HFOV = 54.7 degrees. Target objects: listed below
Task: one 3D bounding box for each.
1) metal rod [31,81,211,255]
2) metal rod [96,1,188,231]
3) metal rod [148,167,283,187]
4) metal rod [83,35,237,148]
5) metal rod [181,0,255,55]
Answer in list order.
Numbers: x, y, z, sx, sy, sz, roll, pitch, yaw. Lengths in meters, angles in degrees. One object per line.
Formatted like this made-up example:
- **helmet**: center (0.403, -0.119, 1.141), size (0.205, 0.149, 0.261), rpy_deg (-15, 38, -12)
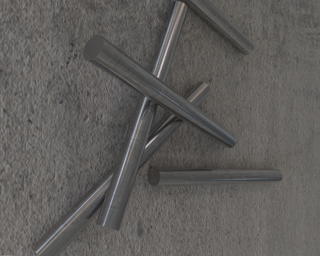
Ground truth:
- **metal rod**: center (-0.027, 0.034, 0.381), size (0.301, 0.025, 0.025), rpy_deg (-46, 118, -30)
- **metal rod**: center (-0.014, -0.031, 0.373), size (0.025, 0.025, 0.299), rpy_deg (33, 64, -35)
- **metal rod**: center (0.107, 0.077, 0.494), size (0.302, 0.025, 0.025), rpy_deg (7, 86, -40)
- **metal rod**: center (0.027, -0.025, 0.384), size (0.301, 0.025, 0.025), rpy_deg (28, 72, -50)
- **metal rod**: center (0.042, -0.188, 0.439), size (0.301, 0.025, 0.025), rpy_deg (26, 74, -37)
